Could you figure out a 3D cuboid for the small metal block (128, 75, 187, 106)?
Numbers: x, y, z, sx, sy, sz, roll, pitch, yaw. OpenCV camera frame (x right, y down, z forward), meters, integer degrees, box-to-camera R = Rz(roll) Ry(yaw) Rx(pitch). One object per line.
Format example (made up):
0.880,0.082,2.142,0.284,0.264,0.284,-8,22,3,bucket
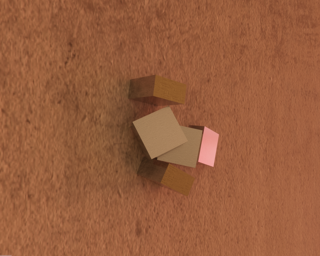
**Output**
-0.004,-0.045,0.387,0.050,0.050,0.025,11,84,-40,small metal block

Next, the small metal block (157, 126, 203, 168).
0.025,0.024,0.412,0.050,0.025,0.050,12,80,-2,small metal block

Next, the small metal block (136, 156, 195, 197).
0.007,0.061,0.396,0.050,0.050,0.025,33,75,-36,small metal block

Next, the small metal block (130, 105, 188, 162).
-0.002,0.007,0.384,0.050,0.025,0.050,-25,83,-16,small metal block

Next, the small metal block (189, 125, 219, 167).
0.060,0.027,0.450,0.050,0.025,0.050,24,74,-53,small metal block
